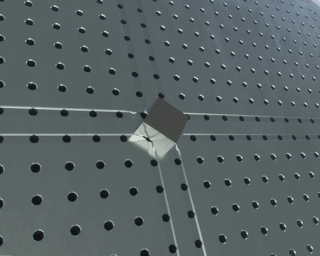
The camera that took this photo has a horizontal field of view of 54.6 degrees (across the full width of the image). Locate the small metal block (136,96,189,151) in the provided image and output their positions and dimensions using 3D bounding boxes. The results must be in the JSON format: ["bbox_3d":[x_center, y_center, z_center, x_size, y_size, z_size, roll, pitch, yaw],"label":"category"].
[{"bbox_3d":[0.004,-0.006,0.413,0.050,0.025,0.050,34,52,-7],"label":"small metal block"}]
